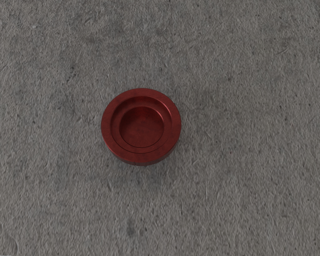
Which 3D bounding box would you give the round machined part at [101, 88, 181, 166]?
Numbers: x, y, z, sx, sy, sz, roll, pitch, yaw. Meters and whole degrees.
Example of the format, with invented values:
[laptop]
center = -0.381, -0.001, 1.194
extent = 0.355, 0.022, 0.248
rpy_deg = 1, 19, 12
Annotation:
[round machined part]
center = -0.023, 0.002, 0.398
extent = 0.099, 0.042, 0.098
rpy_deg = 0, 70, 0
